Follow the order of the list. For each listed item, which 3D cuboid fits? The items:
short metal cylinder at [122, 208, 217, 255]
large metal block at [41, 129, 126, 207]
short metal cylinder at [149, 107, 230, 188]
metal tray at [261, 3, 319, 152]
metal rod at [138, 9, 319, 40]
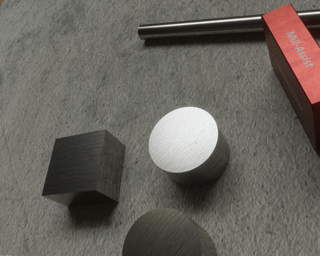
[{"bbox_3d":[0.010,0.125,0.306,0.080,0.050,0.080,-13,56,21],"label":"short metal cylinder"},{"bbox_3d":[-0.097,0.054,0.405,0.080,0.050,0.080,-10,57,22],"label":"large metal block"},{"bbox_3d":[0.034,0.023,0.356,0.080,0.050,0.080,-13,56,21],"label":"short metal cylinder"},{"bbox_3d":[0.146,-0.052,0.317,0.030,0.090,0.130,-22,54,16],"label":"metal tray"},{"bbox_3d":[0.099,-0.145,0.440,0.300,0.025,0.025,6,65,31],"label":"metal rod"}]
